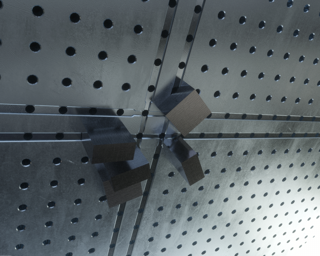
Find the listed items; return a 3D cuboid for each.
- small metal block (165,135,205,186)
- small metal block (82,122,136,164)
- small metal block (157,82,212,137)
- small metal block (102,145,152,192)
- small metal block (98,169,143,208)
[{"bbox_3d":[0.035,0.046,0.445,0.025,0.050,0.050,-30,129,-10],"label":"small metal block"},{"bbox_3d":[-0.063,0.017,0.372,0.050,0.050,0.025,-3,120,-28],"label":"small metal block"},{"bbox_3d":[0.033,-0.024,0.416,0.050,0.025,0.050,-42,130,1],"label":"small metal block"},{"bbox_3d":[-0.045,0.049,0.402,0.050,0.050,0.025,-19,126,-18],"label":"small metal block"},{"bbox_3d":[-0.054,0.077,0.431,0.050,0.025,0.050,-18,126,-18],"label":"small metal block"}]
